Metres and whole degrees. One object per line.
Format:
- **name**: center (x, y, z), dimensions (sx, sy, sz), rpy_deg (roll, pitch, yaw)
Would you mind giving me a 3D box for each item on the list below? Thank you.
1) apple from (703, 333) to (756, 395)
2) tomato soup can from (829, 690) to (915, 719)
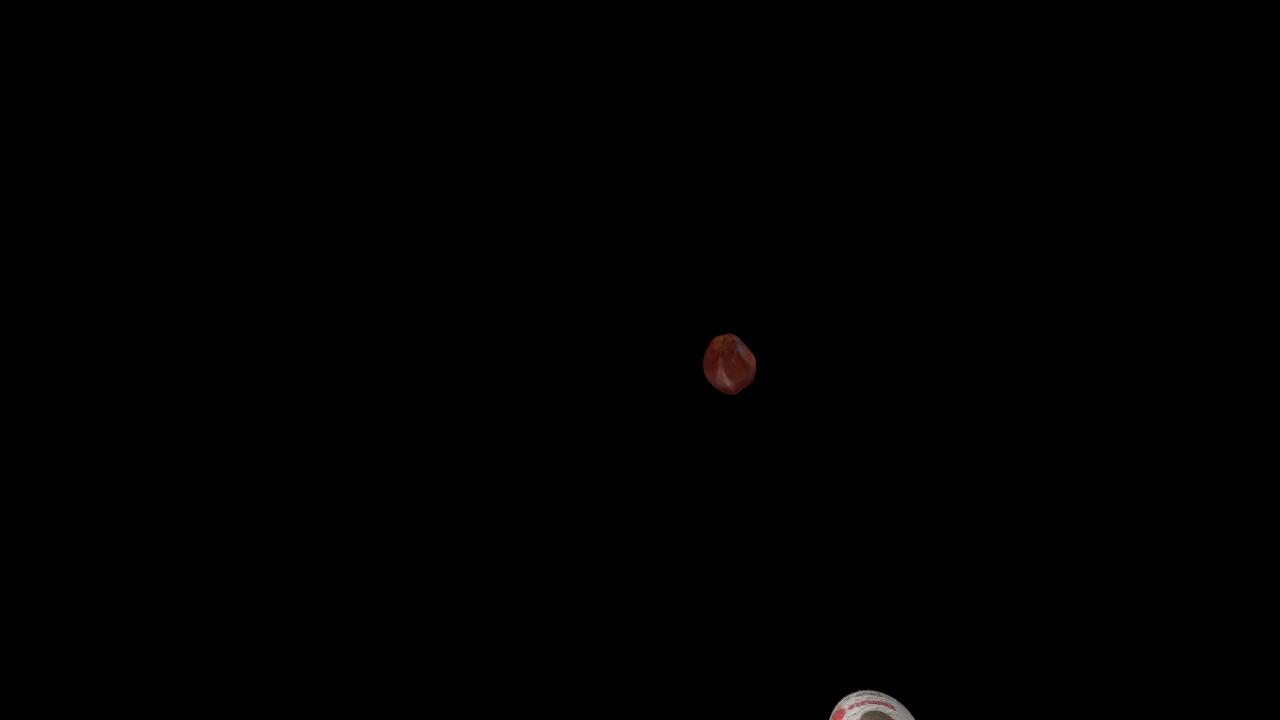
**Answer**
- **apple**: center (0.133, 0.006, 0.922), dimensions (0.079, 0.079, 0.093), rpy_deg (0, -44, 30)
- **tomato soup can**: center (0.163, 0.273, 0.411), dimensions (0.068, 0.068, 0.101), rpy_deg (0, -8, 14)
